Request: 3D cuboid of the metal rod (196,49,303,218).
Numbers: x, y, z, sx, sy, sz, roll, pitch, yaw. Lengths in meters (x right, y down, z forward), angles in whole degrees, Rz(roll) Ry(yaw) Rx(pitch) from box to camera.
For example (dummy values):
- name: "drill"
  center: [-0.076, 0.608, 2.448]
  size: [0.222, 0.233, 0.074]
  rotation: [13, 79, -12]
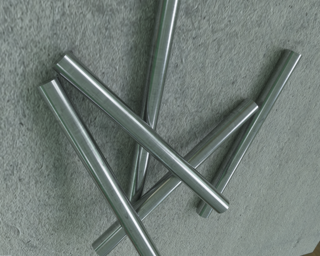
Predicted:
- name: "metal rod"
  center: [0.133, 0.020, 0.491]
  size: [0.025, 0.025, 0.298]
  rotation: [12, 112, -34]

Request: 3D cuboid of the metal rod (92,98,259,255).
- name: "metal rod"
  center: [0.027, 0.065, 0.438]
  size: [0.301, 0.025, 0.025]
  rotation: [-42, 130, -8]

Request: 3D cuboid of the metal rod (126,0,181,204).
- name: "metal rod"
  center: [-0.016, -0.007, 0.393]
  size: [0.025, 0.025, 0.298]
  rotation: [-3, 120, -27]

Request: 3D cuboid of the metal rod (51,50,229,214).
- name: "metal rod"
  center: [-0.005, 0.022, 0.381]
  size: [0.025, 0.025, 0.300]
  rotation: [-45, 118, 3]

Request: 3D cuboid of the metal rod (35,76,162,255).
- name: "metal rod"
  center: [-0.058, 0.077, 0.375]
  size: [0.025, 0.025, 0.299]
  rotation: [-29, 114, -10]
